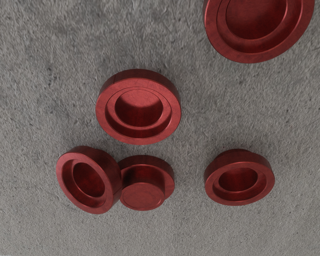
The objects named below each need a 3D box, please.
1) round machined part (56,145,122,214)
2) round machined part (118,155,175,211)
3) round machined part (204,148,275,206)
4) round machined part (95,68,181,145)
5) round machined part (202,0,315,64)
[{"bbox_3d":[-0.093,0.068,0.435,0.098,0.042,0.097,13,118,25],"label":"round machined part"},{"bbox_3d":[-0.026,0.090,0.472,0.099,0.042,0.097,0,130,0],"label":"round machined part"},{"bbox_3d":[0.113,0.068,0.455,0.099,0.042,0.097,0,130,0],"label":"round machined part"},{"bbox_3d":[-0.025,-0.029,0.371,0.099,0.042,0.097,0,130,0],"label":"round machined part"},{"bbox_3d":[0.090,-0.115,0.298,0.099,0.042,0.097,0,130,0],"label":"round machined part"}]
